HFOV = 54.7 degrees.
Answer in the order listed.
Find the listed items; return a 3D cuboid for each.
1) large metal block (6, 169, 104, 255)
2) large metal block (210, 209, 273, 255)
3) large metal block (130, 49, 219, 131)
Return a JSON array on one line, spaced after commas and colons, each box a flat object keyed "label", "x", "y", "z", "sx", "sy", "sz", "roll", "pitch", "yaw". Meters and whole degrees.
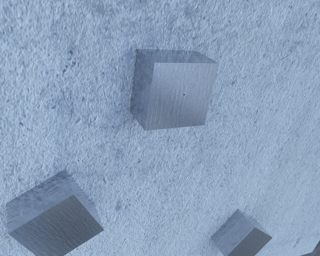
[{"label": "large metal block", "x": -0.130, "y": 0.112, "z": 0.389, "sx": 0.080, "sy": 0.050, "sz": 0.080, "roll": -31, "pitch": 129, "yaw": -8}, {"label": "large metal block", "x": 0.162, "y": 0.217, "z": 0.614, "sx": 0.080, "sy": 0.050, "sz": 0.080, "roll": -49, "pitch": 129, "yaw": 6}, {"label": "large metal block", "x": 0.014, "y": -0.047, "z": 0.369, "sx": 0.081, "sy": 0.050, "sz": 0.079, "roll": -5, "pitch": 121, "yaw": -26}]
